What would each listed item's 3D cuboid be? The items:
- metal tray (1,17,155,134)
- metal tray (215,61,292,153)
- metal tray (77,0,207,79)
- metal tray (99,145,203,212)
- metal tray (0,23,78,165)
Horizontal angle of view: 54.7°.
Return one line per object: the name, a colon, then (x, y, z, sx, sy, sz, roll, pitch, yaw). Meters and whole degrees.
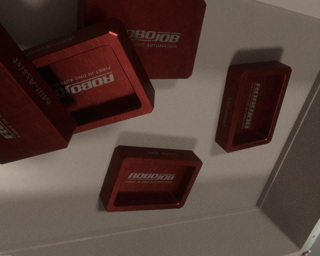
metal tray: (-0.081, -0.041, 0.299, 0.130, 0.030, 0.090, -15, 130, 14)
metal tray: (0.137, -0.031, 0.463, 0.091, 0.030, 0.129, -10, 123, -24)
metal tray: (-0.020, -0.100, 0.334, 0.131, 0.030, 0.089, -5, 121, -26)
metal tray: (-0.011, 0.074, 0.446, 0.131, 0.030, 0.089, 7, 115, -32)
metal tray: (-0.148, -0.027, 0.274, 0.090, 0.030, 0.130, -15, 128, 19)
